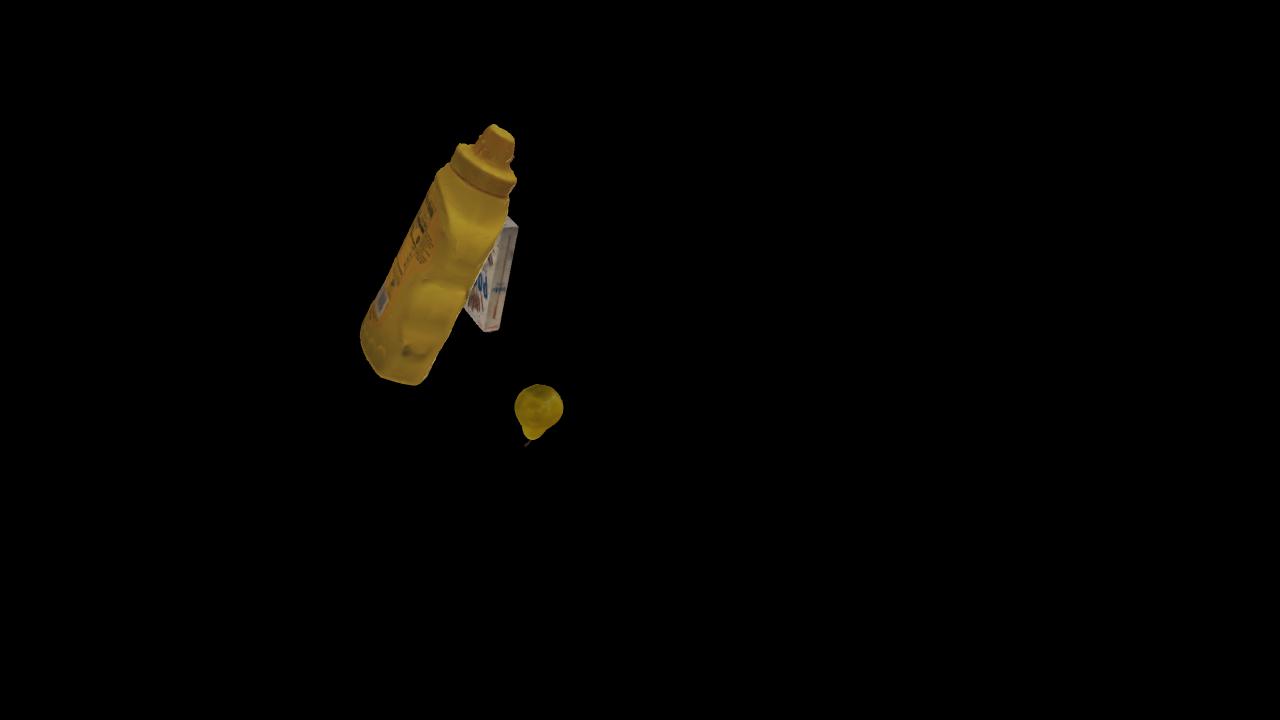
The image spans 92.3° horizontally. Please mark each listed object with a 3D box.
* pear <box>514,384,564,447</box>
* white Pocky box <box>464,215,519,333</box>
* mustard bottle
[{"bbox_3d":[-0.166,0.097,1.007,0.080,0.111,0.080,6,34,-4],"label":"pear"},{"bbox_3d":[-0.197,-0.121,0.790,0.028,0.154,0.084,-12,45,-40],"label":"white Pocky box"},{"bbox_3d":[-0.135,-0.077,0.424,0.054,0.184,0.092,21,27,-30],"label":"mustard bottle"}]
